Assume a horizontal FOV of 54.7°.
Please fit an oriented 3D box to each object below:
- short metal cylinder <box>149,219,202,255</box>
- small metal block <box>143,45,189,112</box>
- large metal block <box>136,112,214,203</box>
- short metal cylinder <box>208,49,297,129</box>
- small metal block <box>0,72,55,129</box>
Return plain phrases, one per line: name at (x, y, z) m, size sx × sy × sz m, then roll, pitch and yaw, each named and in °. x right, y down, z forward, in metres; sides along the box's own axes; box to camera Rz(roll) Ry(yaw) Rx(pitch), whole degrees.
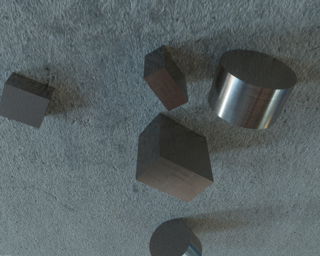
short metal cylinder at (0.028, 0.212, 0.552) m, size 0.080 × 0.080 × 0.050 m, roll -22°, pitch 127°, yaw 17°
small metal block at (0.007, -0.055, 0.344) m, size 0.025 × 0.050 × 0.050 m, roll -26°, pitch 126°, yaw 20°
large metal block at (0.018, 0.038, 0.404) m, size 0.080 × 0.080 × 0.050 m, roll 28°, pitch 125°, yaw -22°
short metal cylinder at (0.098, -0.044, 0.336) m, size 0.081 × 0.080 × 0.050 m, roll 7°, pitch 130°, yaw -6°
small metal block at (-0.163, -0.033, 0.377) m, size 0.050 × 0.025 × 0.050 m, roll 21°, pitch 127°, yaw -18°
